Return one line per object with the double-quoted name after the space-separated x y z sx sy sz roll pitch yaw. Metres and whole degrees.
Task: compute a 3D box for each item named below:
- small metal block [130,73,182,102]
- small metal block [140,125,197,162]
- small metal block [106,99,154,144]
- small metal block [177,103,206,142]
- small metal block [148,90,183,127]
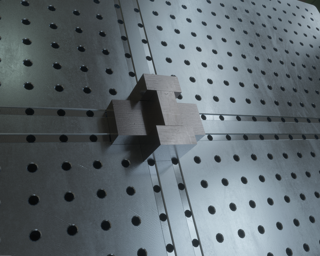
-0.007 -0.047 0.418 0.050 0.050 0.025 1 62 -28 "small metal block"
0.010 0.020 0.386 0.050 0.050 0.025 1 62 -28 "small metal block"
-0.037 -0.007 0.393 0.050 0.025 0.050 0 62 -28 "small metal block"
0.030 -0.007 0.430 0.050 0.025 0.050 1 61 -28 "small metal block"
0.002 -0.013 0.402 0.025 0.050 0.050 1 62 -28 "small metal block"
